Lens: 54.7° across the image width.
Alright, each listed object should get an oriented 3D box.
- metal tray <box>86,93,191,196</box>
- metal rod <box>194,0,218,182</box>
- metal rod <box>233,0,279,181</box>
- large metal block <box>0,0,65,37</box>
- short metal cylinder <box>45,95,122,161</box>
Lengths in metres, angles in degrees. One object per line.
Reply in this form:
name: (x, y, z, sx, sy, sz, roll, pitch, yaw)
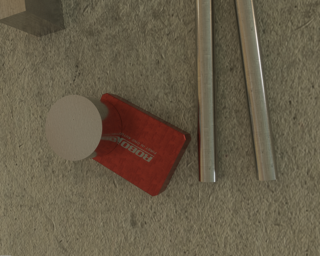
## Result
metal tray: (-0.036, 0.020, 0.418, 0.130, 0.030, 0.090, 29, 99, 17)
metal rod: (0.057, -0.083, 0.388, 0.025, 0.025, 0.298, -1, 90, 19)
metal rod: (0.109, -0.088, 0.370, 0.025, 0.025, 0.298, -7, 88, 19)
large metal block: (-0.187, -0.186, 0.444, 0.050, 0.080, 0.080, -9, 87, 19)
short metal cylinder: (-0.096, 0.000, 0.396, 0.080, 0.050, 0.079, 0, 90, 19)
